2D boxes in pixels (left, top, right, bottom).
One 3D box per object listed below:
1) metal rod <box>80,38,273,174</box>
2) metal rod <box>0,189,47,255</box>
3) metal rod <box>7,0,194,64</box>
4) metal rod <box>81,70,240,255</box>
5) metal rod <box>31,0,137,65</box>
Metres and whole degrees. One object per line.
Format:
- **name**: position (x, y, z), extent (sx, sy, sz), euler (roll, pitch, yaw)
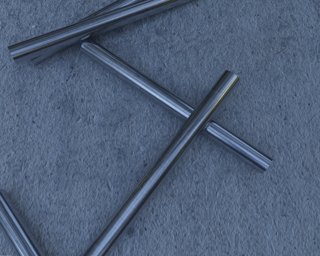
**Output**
- **metal rod**: position (0.014, -0.036, 0.421), extent (0.300, 0.025, 0.025), euler (35, 74, 11)
- **metal rod**: position (-0.106, 0.192, 0.337), extent (0.025, 0.025, 0.300), euler (-37, 74, -12)
- **metal rod**: position (-0.065, -0.159, 0.450), extent (0.302, 0.025, 0.025), euler (-25, 72, -15)
- **metal rod**: position (0.001, 0.051, 0.371), extent (0.025, 0.025, 0.300), euler (36, 80, 12)
- **metal rod**: position (-0.064, -0.181, 0.473), extent (0.301, 0.025, 0.025), euler (-33, 74, -12)
